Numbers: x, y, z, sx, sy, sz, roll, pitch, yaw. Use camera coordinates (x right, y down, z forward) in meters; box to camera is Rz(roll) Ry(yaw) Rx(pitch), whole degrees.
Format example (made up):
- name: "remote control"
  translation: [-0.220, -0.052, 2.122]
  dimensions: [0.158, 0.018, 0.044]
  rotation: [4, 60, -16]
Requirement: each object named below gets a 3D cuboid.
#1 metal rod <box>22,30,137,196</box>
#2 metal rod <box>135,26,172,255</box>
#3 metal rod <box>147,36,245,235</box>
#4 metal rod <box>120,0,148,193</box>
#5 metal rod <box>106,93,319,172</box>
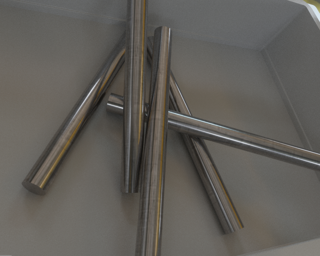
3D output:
- name: "metal rod"
  translation: [-0.079, -0.051, 0.395]
  dimensions: [0.025, 0.025, 0.300]
  rotation: [30, 52, -10]
- name: "metal rod"
  translation: [-0.004, 0.001, 0.359]
  dimensions: [0.025, 0.025, 0.299]
  rotation: [15, 60, -20]
- name: "metal rod"
  translation: [0.038, -0.004, 0.429]
  dimensions: [0.025, 0.025, 0.299]
  rotation: [-10, 67, -33]
- name: "metal rod"
  translation: [-0.028, -0.077, 0.363]
  dimensions: [0.025, 0.025, 0.298]
  rotation: [4, 84, -27]
- name: "metal rod"
  translation: [0.080, 0.008, 0.404]
  dimensions: [0.302, 0.025, 0.025]
  rotation: [16, 54, -4]
